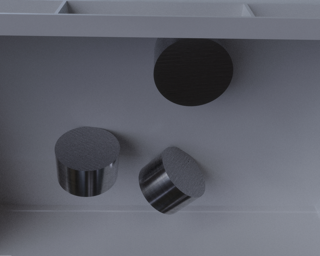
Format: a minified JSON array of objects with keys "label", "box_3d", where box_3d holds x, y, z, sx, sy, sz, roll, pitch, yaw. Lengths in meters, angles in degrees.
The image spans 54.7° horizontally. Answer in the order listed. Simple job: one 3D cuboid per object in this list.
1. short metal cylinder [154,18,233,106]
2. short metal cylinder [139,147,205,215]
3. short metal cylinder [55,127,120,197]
[{"label":"short metal cylinder","box_3d":[0.034,-0.070,0.333,0.081,0.050,0.079,0,130,0]},{"label":"short metal cylinder","box_3d":[0.017,0.073,0.435,0.080,0.080,0.050,33,123,-25]},{"label":"short metal cylinder","box_3d":[-0.095,0.043,0.409,0.081,0.080,0.050,6,130,-6]}]
